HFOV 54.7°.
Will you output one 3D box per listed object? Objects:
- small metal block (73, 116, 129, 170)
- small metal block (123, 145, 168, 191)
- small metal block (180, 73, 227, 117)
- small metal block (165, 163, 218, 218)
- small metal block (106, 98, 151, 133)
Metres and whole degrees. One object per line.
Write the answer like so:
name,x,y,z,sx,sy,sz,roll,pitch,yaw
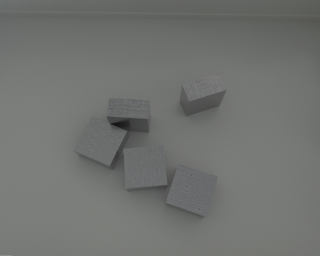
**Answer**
small metal block,-0.075,0.020,0.402,0.050,0.025,0.050,22,72,8
small metal block,-0.018,0.051,0.391,0.050,0.025,0.050,-5,70,-2
small metal block,0.056,-0.043,0.412,0.050,0.050,0.025,-18,71,-6
small metal block,0.038,0.078,0.381,0.050,0.025,0.050,18,71,6
small metal block,-0.039,-0.016,0.402,0.050,0.050,0.025,4,70,1
